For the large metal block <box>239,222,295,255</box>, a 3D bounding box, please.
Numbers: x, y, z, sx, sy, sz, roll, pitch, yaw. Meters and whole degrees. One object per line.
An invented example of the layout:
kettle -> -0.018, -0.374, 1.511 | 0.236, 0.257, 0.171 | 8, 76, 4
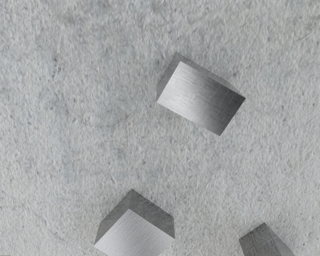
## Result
large metal block -> 0.170, 0.203, 0.458 | 0.050, 0.080, 0.080 | -40, 106, 13

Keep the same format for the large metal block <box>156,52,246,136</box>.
large metal block -> 0.043, -0.043, 0.365 | 0.080, 0.080, 0.050 | 28, 108, -10

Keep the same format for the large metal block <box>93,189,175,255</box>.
large metal block -> -0.036, 0.150, 0.451 | 0.080, 0.050, 0.080 | 38, 105, -13
